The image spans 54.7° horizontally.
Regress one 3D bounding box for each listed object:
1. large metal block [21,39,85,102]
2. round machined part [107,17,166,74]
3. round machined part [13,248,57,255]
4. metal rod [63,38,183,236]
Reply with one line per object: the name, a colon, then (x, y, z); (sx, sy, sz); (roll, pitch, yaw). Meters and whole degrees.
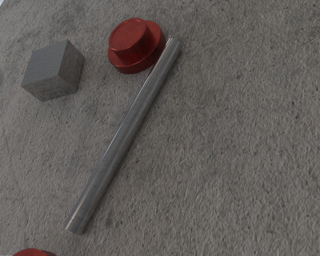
large metal block: (-0.187, -0.100, 0.548); (0.080, 0.050, 0.080); (-11, 57, 22)
round machined part: (-0.044, -0.139, 0.501); (0.098, 0.042, 0.098); (-13, 56, 21)
round machined part: (-0.144, 0.191, 0.351); (0.098, 0.042, 0.098); (-13, 56, 21)
metal rod: (-0.043, 0.000, 0.426); (0.025, 0.025, 0.300); (15, 69, 34)
